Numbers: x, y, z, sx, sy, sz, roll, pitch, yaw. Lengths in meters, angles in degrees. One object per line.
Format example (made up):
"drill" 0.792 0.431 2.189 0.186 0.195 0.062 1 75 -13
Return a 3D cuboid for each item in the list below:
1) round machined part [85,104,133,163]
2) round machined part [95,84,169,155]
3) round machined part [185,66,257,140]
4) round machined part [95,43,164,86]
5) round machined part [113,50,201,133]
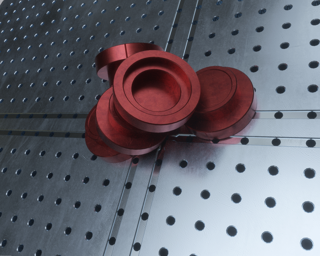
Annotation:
"round machined part" -0.064 -0.005 0.432 0.098 0.042 0.098 -13 56 20
"round machined part" -0.032 -0.018 0.393 0.099 0.042 0.098 6 63 -11
"round machined part" 0.066 -0.038 0.385 0.098 0.042 0.098 -13 56 20
"round machined part" -0.039 -0.080 0.436 0.098 0.098 0.042 -12 83 21
"round machined part" -0.006 -0.039 0.361 0.099 0.042 0.098 4 65 -8
